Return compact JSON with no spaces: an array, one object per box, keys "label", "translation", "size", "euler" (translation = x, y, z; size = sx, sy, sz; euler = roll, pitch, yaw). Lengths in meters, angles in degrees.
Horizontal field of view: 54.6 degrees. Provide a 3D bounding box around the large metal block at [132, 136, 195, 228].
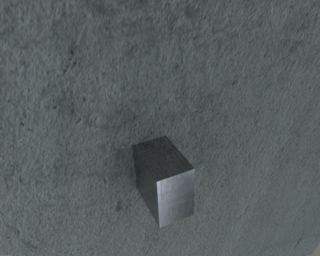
[{"label":"large metal block","translation":[0.004,0.070,0.416],"size":[0.050,0.080,0.080],"euler":[-16,125,-19]}]
